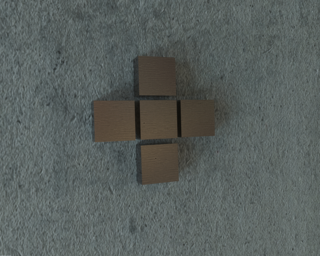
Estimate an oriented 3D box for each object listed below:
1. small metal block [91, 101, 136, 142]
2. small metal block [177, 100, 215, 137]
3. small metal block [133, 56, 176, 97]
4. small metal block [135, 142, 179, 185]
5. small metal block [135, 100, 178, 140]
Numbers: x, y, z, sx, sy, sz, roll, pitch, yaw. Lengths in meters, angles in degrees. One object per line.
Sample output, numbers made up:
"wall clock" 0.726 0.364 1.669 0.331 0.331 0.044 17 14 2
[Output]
"small metal block" -0.059 -0.009 0.389 0.050 0.025 0.050 -2 91 -20
"small metal block" 0.047 -0.013 0.429 0.050 0.025 0.050 -2 91 -20
"small metal block" -0.007 -0.067 0.408 0.050 0.025 0.050 -2 91 -20
"small metal block" -0.004 0.046 0.410 0.050 0.025 0.050 -2 91 -20
"small metal block" -0.006 -0.011 0.409 0.050 0.025 0.050 -2 91 -20
